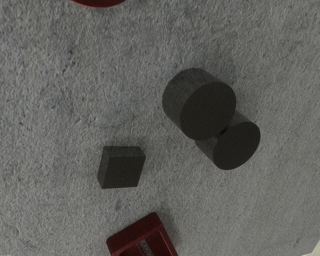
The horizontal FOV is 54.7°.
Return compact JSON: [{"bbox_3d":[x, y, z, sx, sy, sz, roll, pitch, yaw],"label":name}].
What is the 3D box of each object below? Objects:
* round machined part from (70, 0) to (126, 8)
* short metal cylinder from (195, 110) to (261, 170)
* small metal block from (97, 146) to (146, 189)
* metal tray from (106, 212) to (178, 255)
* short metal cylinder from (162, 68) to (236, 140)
[{"bbox_3d":[-0.059,-0.158,0.266,0.099,0.042,0.097,-14,124,-21],"label":"round machined part"},{"bbox_3d":[0.098,0.014,0.453,0.081,0.050,0.079,-14,124,-21],"label":"short metal cylinder"},{"bbox_3d":[-0.052,0.052,0.411,0.050,0.025,0.050,2,117,-30],"label":"small metal block"},{"bbox_3d":[-0.023,0.209,0.520,0.090,0.030,0.129,-28,128,-11],"label":"metal tray"},{"bbox_3d":[0.050,-0.031,0.399,0.081,0.050,0.079,-14,124,-21],"label":"short metal cylinder"}]
